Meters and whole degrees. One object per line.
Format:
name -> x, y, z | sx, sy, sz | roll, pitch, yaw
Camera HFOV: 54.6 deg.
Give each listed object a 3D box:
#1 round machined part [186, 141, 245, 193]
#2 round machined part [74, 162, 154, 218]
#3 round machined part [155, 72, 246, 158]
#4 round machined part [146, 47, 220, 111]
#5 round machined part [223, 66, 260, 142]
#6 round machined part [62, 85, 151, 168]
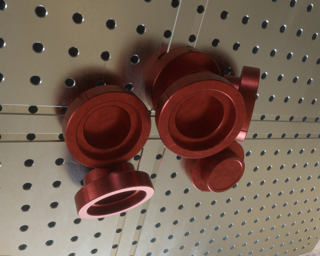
round machined part -> 0.094, 0.062, 0.489 | 0.099, 0.042, 0.097 | -14, 124, -21
round machined part -> -0.060, 0.077, 0.398 | 0.099, 0.042, 0.098 | -17, 153, -9
round machined part -> 0.042, -0.017, 0.351 | 0.099, 0.042, 0.097 | -6, 122, -10
round machined part -> 0.035, -0.048, 0.389 | 0.099, 0.042, 0.097 | -14, 124, -21
round machined part -> 0.099, -0.034, 0.409 | 0.042, 0.098, 0.097 | 12, 120, 11
round machined part -> -0.063, -0.005, 0.361 | 0.099, 0.042, 0.097 | -13, 123, -21
